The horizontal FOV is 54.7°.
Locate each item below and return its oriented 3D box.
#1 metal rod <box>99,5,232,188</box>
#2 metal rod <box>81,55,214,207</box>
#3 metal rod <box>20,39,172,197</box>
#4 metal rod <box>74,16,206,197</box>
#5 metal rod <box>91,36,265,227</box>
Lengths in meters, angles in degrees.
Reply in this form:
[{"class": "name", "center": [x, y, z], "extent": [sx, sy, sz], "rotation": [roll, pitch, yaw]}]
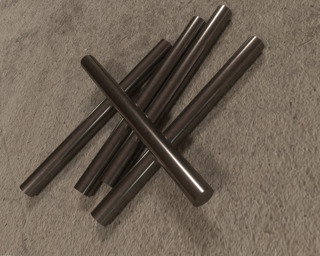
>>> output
[{"class": "metal rod", "center": [0.014, -0.051, 0.426], "extent": [0.025, 0.025, 0.300], "rotation": [25, 75, 36]}, {"class": "metal rod", "center": [-0.035, -0.018, 0.398], "extent": [0.025, 0.025, 0.300], "rotation": [-42, 51, -1]}, {"class": "metal rod", "center": [-0.090, -0.018, 0.460], "extent": [0.300, 0.025, 0.025], "rotation": [-47, 52, -5]}, {"class": "metal rod", "center": [-0.021, -0.038, 0.436], "extent": [0.025, 0.025, 0.300], "rotation": [24, 74, 36]}, {"class": "metal rod", "center": [0.026, -0.001, 0.389], "extent": [0.300, 0.025, 0.025], "rotation": [-48, 52, -6]}]
